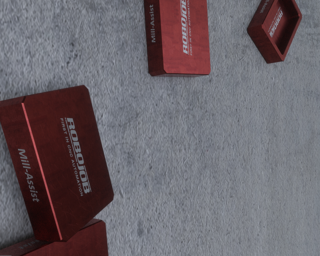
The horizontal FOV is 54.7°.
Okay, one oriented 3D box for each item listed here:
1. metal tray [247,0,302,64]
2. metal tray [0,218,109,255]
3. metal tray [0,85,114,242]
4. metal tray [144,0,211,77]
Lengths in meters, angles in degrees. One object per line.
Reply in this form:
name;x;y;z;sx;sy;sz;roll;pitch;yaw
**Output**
metal tray;0.220;-0.198;0.584;0.090;0.030;0.130;44;64;-31
metal tray;-0.105;0.148;0.291;0.131;0.030;0.089;-7;93;-54
metal tray;-0.093;0.029;0.299;0.090;0.030;0.129;-33;113;-64
metal tray;0.025;-0.136;0.422;0.091;0.030;0.129;-7;94;-40
